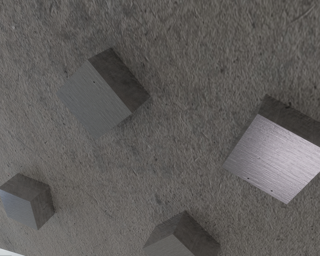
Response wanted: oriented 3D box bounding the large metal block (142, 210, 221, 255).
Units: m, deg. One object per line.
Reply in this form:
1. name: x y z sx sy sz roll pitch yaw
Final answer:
1. large metal block: 0.033 0.188 0.490 0.080 0.050 0.080 45 129 -4

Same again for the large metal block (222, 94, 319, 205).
1. large metal block: 0.127 0.023 0.338 0.080 0.050 0.079 30 128 8

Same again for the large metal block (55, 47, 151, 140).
1. large metal block: -0.074 -0.043 0.403 0.080 0.050 0.080 -33 100 38

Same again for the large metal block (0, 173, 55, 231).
1. large metal block: -0.266 0.147 0.622 0.080 0.050 0.079 15 125 19
